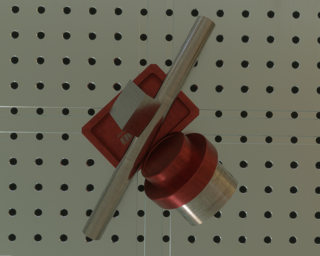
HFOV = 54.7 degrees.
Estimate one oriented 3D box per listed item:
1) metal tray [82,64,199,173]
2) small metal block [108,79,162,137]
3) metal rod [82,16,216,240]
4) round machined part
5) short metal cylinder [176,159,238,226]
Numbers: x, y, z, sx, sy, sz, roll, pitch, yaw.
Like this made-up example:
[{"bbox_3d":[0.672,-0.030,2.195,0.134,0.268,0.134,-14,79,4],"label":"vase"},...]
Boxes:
[{"bbox_3d":[-0.025,-0.009,0.410,0.130,0.030,0.090,-43,91,0],"label":"metal tray"},{"bbox_3d":[-0.032,-0.025,0.378,0.025,0.050,0.050,28,102,-38],"label":"small metal block"},{"bbox_3d":[-0.013,0.000,0.383,0.025,0.025,0.299,28,90,-1],"label":"metal rod"},{"bbox_3d":[0.016,0.043,0.367,0.098,0.098,0.042,-46,112,0],"label":"round machined part"},{"bbox_3d":[0.049,0.074,0.385,0.080,0.080,0.050,-43,91,0],"label":"short metal cylinder"}]
